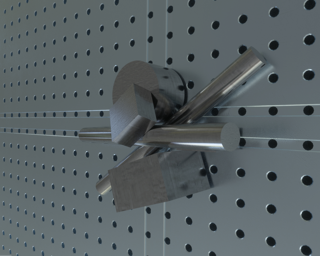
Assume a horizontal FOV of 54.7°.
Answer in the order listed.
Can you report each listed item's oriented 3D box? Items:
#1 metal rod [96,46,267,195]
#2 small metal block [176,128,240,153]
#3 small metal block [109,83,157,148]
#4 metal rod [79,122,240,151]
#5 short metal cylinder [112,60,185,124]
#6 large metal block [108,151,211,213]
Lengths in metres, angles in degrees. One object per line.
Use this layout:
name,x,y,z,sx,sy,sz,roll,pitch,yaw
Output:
metal rod,0.007,0.008,0.400,0.299,0.025,0.025,-41,65,32
small metal block,0.054,0.012,0.344,0.050,0.050,0.025,0,90,41
small metal block,-0.032,-0.014,0.355,0.050,0.025,0.050,-43,42,32
metal rod,-0.030,0.010,0.383,0.299,0.025,0.025,-1,89,53
short metal cylinder,-0.016,-0.043,0.401,0.080,0.050,0.080,-1,89,40
large metal block,-0.001,0.061,0.368,0.080,0.081,0.050,-23,76,38
